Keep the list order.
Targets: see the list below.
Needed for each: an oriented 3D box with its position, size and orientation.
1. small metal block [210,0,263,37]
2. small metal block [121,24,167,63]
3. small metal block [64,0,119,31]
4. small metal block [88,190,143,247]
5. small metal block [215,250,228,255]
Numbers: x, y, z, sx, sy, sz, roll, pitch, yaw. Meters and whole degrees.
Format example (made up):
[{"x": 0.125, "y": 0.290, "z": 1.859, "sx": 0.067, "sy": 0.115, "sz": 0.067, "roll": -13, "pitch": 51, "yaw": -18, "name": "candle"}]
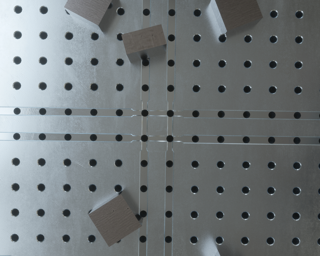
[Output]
[{"x": 0.101, "y": -0.158, "z": 0.414, "sx": 0.050, "sy": 0.025, "sz": 0.050, "roll": -21, "pitch": 90, "yaw": 0, "name": "small metal block"}, {"x": -0.019, "y": -0.108, "z": 0.401, "sx": 0.050, "sy": 0.050, "sz": 0.025, "roll": -15, "pitch": 90, "yaw": 0, "name": "small metal block"}, {"x": -0.090, "y": -0.166, "z": 0.413, "sx": 0.050, "sy": 0.025, "sz": 0.050, "roll": 28, "pitch": 90, "yaw": 0, "name": "small metal block"}, {"x": -0.058, "y": 0.120, "z": 0.413, "sx": 0.050, "sy": 0.025, "sz": 0.050, "roll": -33, "pitch": 90, "yaw": 0, "name": "small metal block"}, {"x": 0.095, "y": 0.191, "z": 0.402, "sx": 0.050, "sy": 0.050, "sz": 0.025, "roll": 29, "pitch": 90, "yaw": 0, "name": "small metal block"}]
